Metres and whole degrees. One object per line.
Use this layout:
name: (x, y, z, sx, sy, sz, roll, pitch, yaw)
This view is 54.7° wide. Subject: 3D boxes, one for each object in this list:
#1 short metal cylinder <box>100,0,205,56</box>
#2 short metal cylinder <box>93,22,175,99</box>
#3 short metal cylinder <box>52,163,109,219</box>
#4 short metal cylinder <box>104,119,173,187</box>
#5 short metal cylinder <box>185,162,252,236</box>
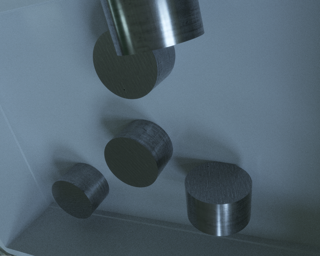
short metal cylinder: (-0.006, -0.098, 0.268, 0.080, 0.080, 0.050, -3, 114, 29)
short metal cylinder: (-0.029, -0.080, 0.357, 0.080, 0.050, 0.079, 13, 124, 20)
short metal cylinder: (-0.135, 0.106, 0.527, 0.080, 0.050, 0.079, 13, 124, 20)
short metal cylinder: (-0.029, 0.035, 0.428, 0.080, 0.050, 0.079, 13, 124, 20)
short metal cylinder: (0.073, 0.086, 0.387, 0.080, 0.080, 0.050, 7, 122, 24)
